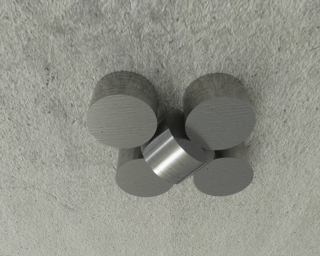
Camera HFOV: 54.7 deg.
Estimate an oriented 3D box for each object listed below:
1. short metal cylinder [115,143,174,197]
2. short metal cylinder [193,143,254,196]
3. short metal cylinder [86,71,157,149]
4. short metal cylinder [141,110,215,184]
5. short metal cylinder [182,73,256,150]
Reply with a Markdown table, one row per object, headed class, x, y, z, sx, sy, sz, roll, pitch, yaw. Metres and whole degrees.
| class | x | y | z | sx | sy | sz | roll | pitch | yaw |
| --- | --- | --- | --- | --- | --- | --- | --- | --- | --- |
| short metal cylinder | -0.020 | 0.053 | 0.435 | 0.081 | 0.050 | 0.079 | 0 | 130 | 0 |
| short metal cylinder | 0.085 | 0.051 | 0.436 | 0.081 | 0.050 | 0.079 | 0 | 130 | 0 |
| short metal cylinder | -0.043 | -0.021 | 0.372 | 0.081 | 0.050 | 0.079 | 0 | 130 | 0 |
| short metal cylinder | 0.023 | 0.024 | 0.393 | 0.080 | 0.080 | 0.050 | 32 | 123 | -25 |
| short metal cylinder | 0.069 | -0.019 | 0.375 | 0.081 | 0.050 | 0.079 | 0 | 130 | 0 |
